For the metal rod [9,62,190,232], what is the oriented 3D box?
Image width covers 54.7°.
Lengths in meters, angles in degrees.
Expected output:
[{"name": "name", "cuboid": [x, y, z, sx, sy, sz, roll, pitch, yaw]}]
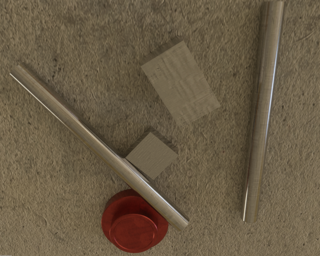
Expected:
[{"name": "metal rod", "cuboid": [-0.071, 0.032, 0.409, 0.025, 0.025, 0.300, -42, 101, 13]}]

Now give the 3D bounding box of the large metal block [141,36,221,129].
[{"name": "large metal block", "cuboid": [0.022, -0.057, 0.360, 0.050, 0.080, 0.080, -30, 108, 10]}]

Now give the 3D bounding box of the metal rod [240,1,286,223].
[{"name": "metal rod", "cuboid": [0.132, -0.006, 0.409, 0.025, 0.025, 0.298, 0, 110, -1]}]

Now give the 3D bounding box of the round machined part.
[{"name": "round machined part", "cuboid": [-0.037, 0.142, 0.453, 0.099, 0.042, 0.097, 0, 110, -1]}]

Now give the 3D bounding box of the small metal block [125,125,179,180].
[{"name": "small metal block", "cuboid": [-0.011, 0.034, 0.422, 0.050, 0.025, 0.050, 40, 105, -14]}]
